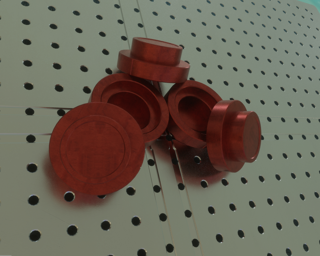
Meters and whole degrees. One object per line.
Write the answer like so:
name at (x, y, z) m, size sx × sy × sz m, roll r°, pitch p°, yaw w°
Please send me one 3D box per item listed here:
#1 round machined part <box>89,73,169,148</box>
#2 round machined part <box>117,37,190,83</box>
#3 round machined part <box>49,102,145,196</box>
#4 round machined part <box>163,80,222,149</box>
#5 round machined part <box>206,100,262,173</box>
round machined part at (-0.042, -0.016, 0.385) m, size 0.099 × 0.042 × 0.098 m, roll 14°, pitch 56°, yaw -21°
round machined part at (-0.007, -0.096, 0.421) m, size 0.099 × 0.042 × 0.098 m, roll 11°, pitch 21°, yaw -4°
round machined part at (-0.064, 0.021, 0.321) m, size 0.099 × 0.042 × 0.097 m, roll 0°, pitch 89°, yaw -6°
round machined part at (0.045, -0.015, 0.432) m, size 0.099 × 0.042 × 0.098 m, roll 14°, pitch 56°, yaw -21°
round machined part at (0.104, 0.011, 0.414) m, size 0.099 × 0.042 × 0.097 m, roll -3°, pitch 94°, yaw -53°
